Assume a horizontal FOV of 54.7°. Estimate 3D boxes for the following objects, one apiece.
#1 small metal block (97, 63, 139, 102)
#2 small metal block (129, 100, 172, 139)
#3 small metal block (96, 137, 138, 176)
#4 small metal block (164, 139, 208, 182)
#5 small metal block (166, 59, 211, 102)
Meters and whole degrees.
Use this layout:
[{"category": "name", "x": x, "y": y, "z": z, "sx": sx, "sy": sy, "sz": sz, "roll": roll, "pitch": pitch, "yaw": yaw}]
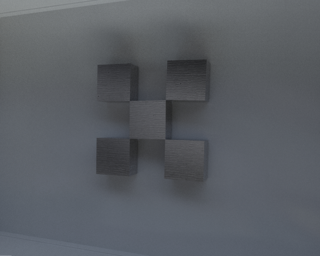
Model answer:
[{"category": "small metal block", "x": -0.058, "y": -0.061, "z": 0.429, "sx": 0.050, "sy": 0.025, "sz": 0.050, "roll": 2, "pitch": 91, "yaw": 20}, {"category": "small metal block", "x": -0.012, "y": -0.011, "z": 0.412, "sx": 0.050, "sy": 0.025, "sz": 0.050, "roll": 1, "pitch": 90, "yaw": 20}, {"category": "small metal block", "x": -0.060, "y": 0.039, "z": 0.429, "sx": 0.050, "sy": 0.025, "sz": 0.050, "roll": 1, "pitch": 90, "yaw": 20}, {"category": "small metal block", "x": 0.034, "y": 0.040, "z": 0.396, "sx": 0.050, "sy": 0.025, "sz": 0.050, "roll": 1, "pitch": 91, "yaw": 20}, {"category": "small metal block", "x": 0.036, "y": -0.059, "z": 0.395, "sx": 0.050, "sy": 0.025, "sz": 0.050, "roll": 3, "pitch": 91, "yaw": 20}]
